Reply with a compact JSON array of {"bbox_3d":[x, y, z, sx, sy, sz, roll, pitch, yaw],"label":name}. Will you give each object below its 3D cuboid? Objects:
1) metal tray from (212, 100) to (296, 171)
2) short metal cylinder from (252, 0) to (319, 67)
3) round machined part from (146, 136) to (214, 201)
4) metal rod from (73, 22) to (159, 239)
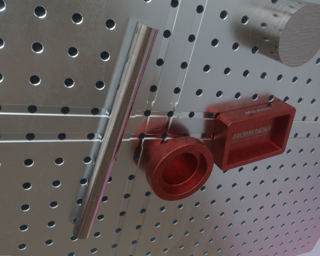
[{"bbox_3d":[0.149,0.011,0.495,0.131,0.030,0.089,-12,124,-22],"label":"metal tray"},{"bbox_3d":[0.171,-0.127,0.410,0.081,0.050,0.079,-14,124,-21],"label":"short metal cylinder"},{"bbox_3d":[0.024,0.054,0.447,0.099,0.042,0.097,-14,124,-21],"label":"round machined part"},{"bbox_3d":[-0.062,0.019,0.388,0.025,0.025,0.298,7,115,-32],"label":"metal rod"}]
